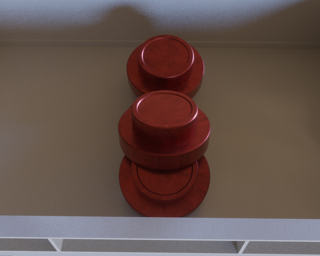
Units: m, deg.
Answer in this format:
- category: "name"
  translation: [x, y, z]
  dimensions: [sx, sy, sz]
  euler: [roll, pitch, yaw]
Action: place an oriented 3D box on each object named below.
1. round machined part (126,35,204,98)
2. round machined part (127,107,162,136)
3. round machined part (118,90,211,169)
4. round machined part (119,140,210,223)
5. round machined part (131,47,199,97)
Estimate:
- category: "round machined part"
  translation: [0.007, -0.078, 0.391]
  dimensions: [0.099, 0.042, 0.098]
  euler: [0, 62, 0]
- category: "round machined part"
  translation: [0.003, -0.013, 0.403]
  dimensions: [0.099, 0.042, 0.098]
  euler: [0, 49, 0]
- category: "round machined part"
  translation: [0.005, -0.005, 0.330]
  dimensions: [0.099, 0.042, 0.098]
  euler: [0, 39, 0]
- category: "round machined part"
  translation: [0.005, 0.049, 0.333]
  dimensions: [0.099, 0.042, 0.098]
  euler: [0, 65, 0]
- category: "round machined part"
  translation: [0.007, -0.086, 0.450]
  dimensions: [0.099, 0.042, 0.098]
  euler: [0, 34, 0]
